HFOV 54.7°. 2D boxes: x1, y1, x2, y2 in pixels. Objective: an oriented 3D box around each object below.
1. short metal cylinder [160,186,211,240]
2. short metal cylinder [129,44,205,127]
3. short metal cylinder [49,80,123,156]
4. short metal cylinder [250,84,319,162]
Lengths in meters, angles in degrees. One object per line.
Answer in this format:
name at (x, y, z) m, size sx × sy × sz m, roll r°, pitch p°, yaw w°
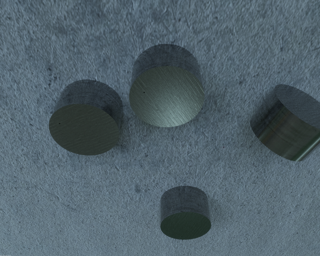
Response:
short metal cylinder at (0.041, 0.140, 0.511) m, size 0.081 × 0.050 × 0.079 m, roll 0°, pitch 130°, yaw 0°
short metal cylinder at (0.007, -0.047, 0.350) m, size 0.081 × 0.050 × 0.079 m, roll 0°, pitch 130°, yaw 0°
short metal cylinder at (-0.088, -0.012, 0.380) m, size 0.081 × 0.050 × 0.079 m, roll 0°, pitch 130°, yaw 0°
short metal cylinder at (0.156, -0.007, 0.366) m, size 0.081 × 0.080 × 0.050 m, roll 17°, pitch 128°, yaw -15°
